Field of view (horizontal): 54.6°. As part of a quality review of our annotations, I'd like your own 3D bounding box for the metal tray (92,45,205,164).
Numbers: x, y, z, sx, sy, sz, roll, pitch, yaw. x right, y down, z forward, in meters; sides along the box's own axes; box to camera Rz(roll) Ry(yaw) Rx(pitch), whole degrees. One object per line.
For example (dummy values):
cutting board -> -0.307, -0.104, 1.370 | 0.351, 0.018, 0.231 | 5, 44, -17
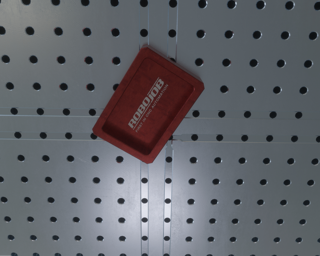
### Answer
metal tray -> -0.016, -0.028, 0.400 | 0.090, 0.030, 0.129 | 31, 107, -11
